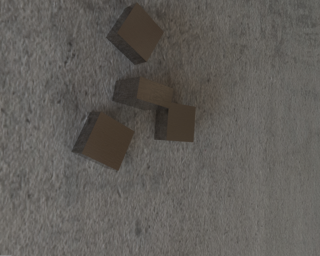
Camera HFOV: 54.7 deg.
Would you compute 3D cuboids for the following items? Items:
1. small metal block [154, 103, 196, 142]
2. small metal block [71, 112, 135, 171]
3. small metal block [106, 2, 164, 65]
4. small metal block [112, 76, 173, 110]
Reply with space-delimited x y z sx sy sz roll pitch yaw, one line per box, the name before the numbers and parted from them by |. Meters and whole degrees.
small metal block | 0.021 -0.007 0.425 0.050 0.025 0.050 6 86 -40
small metal block | -0.064 0.015 0.353 0.050 0.025 0.050 33 69 -35
small metal block | -0.030 -0.115 0.381 0.050 0.025 0.050 41 65 -33
small metal block | -0.021 -0.040 0.373 0.050 0.050 0.025 14 81 -40
